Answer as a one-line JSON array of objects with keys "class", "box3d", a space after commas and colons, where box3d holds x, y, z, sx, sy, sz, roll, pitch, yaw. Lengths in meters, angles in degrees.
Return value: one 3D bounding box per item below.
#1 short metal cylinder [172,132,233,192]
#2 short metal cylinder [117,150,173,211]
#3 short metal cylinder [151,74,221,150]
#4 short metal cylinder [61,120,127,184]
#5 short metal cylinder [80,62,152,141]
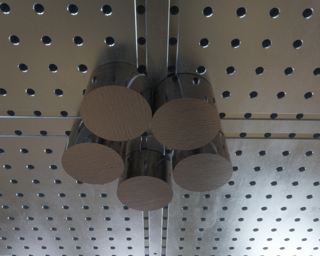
[{"class": "short metal cylinder", "box3d": [0.057, 0.045, 0.433, 0.081, 0.050, 0.079, 0, 132, 0]}, {"class": "short metal cylinder", "box3d": [-0.021, 0.079, 0.461, 0.081, 0.050, 0.079, 0, 130, 0]}, {"class": "short metal cylinder", "box3d": [0.030, -0.019, 0.378, 0.081, 0.050, 0.079, 0, 131, 0]}, {"class": "short metal cylinder", "box3d": [-0.087, 0.032, 0.421, 0.081, 0.050, 0.079, 0, 131, 0]}, {"class": "short metal cylinder", "box3d": [-0.049, -0.030, 0.368, 0.081, 0.050, 0.079, -1, 130, 0]}]
